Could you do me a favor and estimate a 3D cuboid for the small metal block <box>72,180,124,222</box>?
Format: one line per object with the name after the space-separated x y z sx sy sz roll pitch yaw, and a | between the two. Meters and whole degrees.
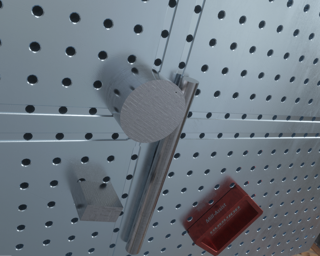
-0.084 0.097 0.411 0.050 0.050 0.025 15 110 -35 | small metal block

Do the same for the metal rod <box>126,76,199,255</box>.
-0.003 0.069 0.453 0.025 0.025 0.298 3 117 -30 | metal rod

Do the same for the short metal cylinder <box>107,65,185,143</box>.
-0.017 -0.029 0.369 0.081 0.050 0.079 -14 124 -21 | short metal cylinder

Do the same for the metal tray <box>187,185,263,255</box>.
0.126 0.178 0.589 0.130 0.030 0.090 -44 130 2 | metal tray
